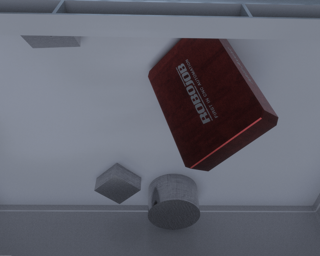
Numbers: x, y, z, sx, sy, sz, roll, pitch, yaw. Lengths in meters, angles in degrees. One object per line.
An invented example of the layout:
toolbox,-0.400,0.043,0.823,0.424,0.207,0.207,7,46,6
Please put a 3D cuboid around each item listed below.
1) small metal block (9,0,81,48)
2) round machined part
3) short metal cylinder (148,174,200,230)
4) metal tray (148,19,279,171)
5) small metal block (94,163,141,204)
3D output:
small metal block,-0.110,-0.102,0.304,0.050,0.025,0.050,-2,169,1
round machined part,0.065,-0.018,0.384,0.099,0.042,0.097,-1,130,0
short metal cylinder,0.021,0.118,0.494,0.081,0.050,0.079,0,130,0
metal tray,0.045,-0.034,0.312,0.030,0.130,0.090,16,132,-45
small metal block,-0.065,0.087,0.483,0.050,0.025,0.050,37,121,-27
